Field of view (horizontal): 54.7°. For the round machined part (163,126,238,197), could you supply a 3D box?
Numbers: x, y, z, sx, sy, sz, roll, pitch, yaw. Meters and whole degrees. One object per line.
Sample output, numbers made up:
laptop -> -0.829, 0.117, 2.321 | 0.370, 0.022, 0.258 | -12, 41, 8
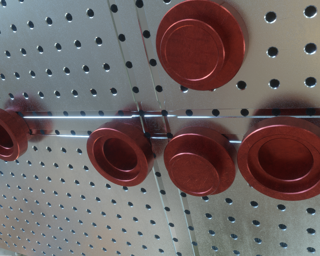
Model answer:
round machined part -> 0.049, 0.050, 0.404 | 0.098, 0.042, 0.097 | 13, 124, 20

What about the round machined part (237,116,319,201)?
round machined part -> 0.140, 0.030, 0.345 | 0.098, 0.042, 0.097 | 13, 124, 20

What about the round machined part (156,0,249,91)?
round machined part -> 0.040, -0.084, 0.326 | 0.098, 0.042, 0.097 | 13, 124, 20

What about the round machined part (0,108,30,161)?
round machined part -> -0.270, 0.007, 0.544 | 0.098, 0.042, 0.097 | 13, 124, 20

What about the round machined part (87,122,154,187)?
round machined part -> -0.053, 0.033, 0.447 | 0.098, 0.042, 0.097 | 13, 124, 20
